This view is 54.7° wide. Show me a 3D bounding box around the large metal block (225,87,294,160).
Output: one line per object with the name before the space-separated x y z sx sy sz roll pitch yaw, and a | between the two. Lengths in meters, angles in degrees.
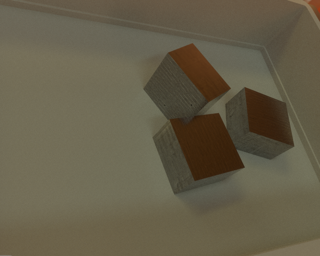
large metal block | 0.151 -0.006 0.477 0.081 0.050 0.080 17 55 -19

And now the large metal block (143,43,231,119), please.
large metal block | 0.034 -0.054 0.423 0.050 0.080 0.080 -31 80 -38

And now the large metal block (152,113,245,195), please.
large metal block | 0.048 0.031 0.398 0.081 0.050 0.080 -8 66 -32
